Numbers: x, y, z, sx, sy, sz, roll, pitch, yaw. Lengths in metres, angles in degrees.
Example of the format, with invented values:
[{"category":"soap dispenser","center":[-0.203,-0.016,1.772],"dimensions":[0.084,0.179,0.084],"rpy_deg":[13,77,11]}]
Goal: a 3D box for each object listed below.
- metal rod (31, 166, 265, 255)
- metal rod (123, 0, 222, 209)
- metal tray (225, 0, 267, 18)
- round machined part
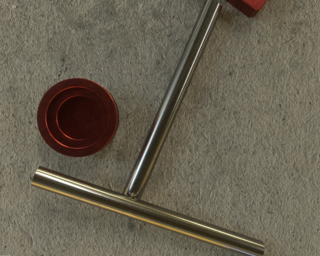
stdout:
[{"category":"metal rod","center":[-0.007,0.109,0.388],"dimensions":[0.302,0.025,0.025],"rpy_deg":[21,90,-9]},{"category":"metal rod","center":[0.012,-0.026,0.410],"dimensions":[0.025,0.025,0.299],"rpy_deg":[23,90,-1]},{"category":"metal tray","center":[0.100,-0.222,0.409],"dimensions":[0.130,0.030,0.090],"rpy_deg":[37,90,-1]},{"category":"round machined part","center":[-0.102,-0.013,0.400],"dimensions":[0.099,0.042,0.097],"rpy_deg":[0,90,-1]}]
